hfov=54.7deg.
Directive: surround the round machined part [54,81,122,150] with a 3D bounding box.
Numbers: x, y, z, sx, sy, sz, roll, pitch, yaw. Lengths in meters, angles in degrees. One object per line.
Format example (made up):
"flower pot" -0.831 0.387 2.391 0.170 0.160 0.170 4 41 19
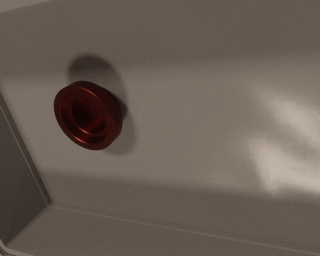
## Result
"round machined part" -0.095 -0.021 0.433 0.098 0.042 0.097 13 124 20
